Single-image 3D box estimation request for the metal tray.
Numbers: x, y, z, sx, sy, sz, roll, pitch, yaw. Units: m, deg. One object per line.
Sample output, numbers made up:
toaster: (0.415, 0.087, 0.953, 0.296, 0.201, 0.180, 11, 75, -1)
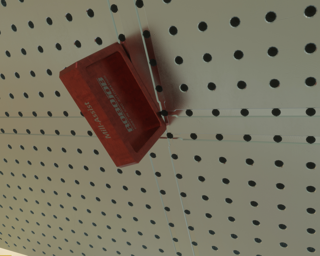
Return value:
metal tray: (-0.050, -0.029, 0.375, 0.030, 0.090, 0.130, -19, 109, 35)
